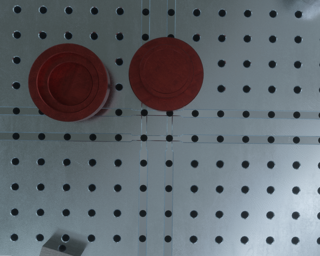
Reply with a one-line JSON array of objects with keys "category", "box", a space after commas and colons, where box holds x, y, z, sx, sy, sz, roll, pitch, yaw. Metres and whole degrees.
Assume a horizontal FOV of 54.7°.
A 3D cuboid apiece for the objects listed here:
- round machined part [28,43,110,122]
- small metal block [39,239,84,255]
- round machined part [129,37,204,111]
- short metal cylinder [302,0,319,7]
[{"category": "round machined part", "box": [-0.114, -0.057, 0.404, 0.099, 0.042, 0.097, 0, 90, 0]}, {"category": "small metal block", "box": [-0.136, 0.184, 0.412, 0.050, 0.025, 0.050, 18, 90, 0]}, {"category": "round machined part", "box": [0.008, -0.071, 0.405, 0.099, 0.042, 0.097, 0, 90, 0]}, {"category": "short metal cylinder", "box": [0.222, -0.206, 0.402, 0.081, 0.050, 0.080, 0, 90, 0]}]
